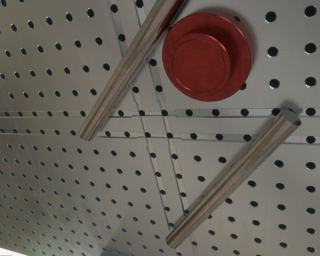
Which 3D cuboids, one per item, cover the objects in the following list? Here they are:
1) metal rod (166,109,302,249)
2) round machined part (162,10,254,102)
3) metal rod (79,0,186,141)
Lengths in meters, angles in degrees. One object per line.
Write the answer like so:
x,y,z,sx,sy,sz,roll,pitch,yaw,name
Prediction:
0.080,0.089,0.422,0.025,0.025,0.298,35,129,5,metal rod
0.047,-0.072,0.330,0.098,0.042,0.097,13,124,20,round machined part
-0.036,-0.077,0.380,0.025,0.025,0.298,41,129,0,metal rod
